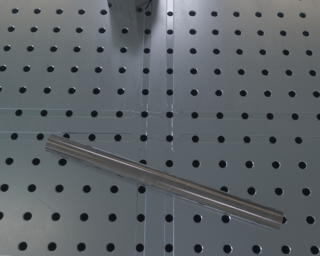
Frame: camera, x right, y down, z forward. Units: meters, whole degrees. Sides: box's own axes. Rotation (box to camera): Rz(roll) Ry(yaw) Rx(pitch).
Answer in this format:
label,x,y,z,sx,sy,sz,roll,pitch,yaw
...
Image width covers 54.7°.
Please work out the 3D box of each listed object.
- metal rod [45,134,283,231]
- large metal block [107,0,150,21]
label,x,y,z,sx,sy,sz,roll,pitch,yaw
metal rod,0.000,0.065,0.387,0.301,0.025,0.025,18,71,6
large metal block,-0.040,-0.225,0.464,0.050,0.080,0.080,26,72,9
